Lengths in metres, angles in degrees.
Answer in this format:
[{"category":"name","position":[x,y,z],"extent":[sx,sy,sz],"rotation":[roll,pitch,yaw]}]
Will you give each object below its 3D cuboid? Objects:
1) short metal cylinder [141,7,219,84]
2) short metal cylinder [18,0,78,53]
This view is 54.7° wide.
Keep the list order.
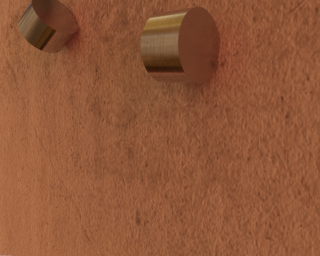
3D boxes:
[{"category":"short metal cylinder","position":[0.024,-0.091,0.348],"extent":[0.050,0.081,0.079],"rotation":[8,95,39]},{"category":"short metal cylinder","position":[-0.186,-0.174,0.520],"extent":[0.050,0.081,0.080],"rotation":[-37,68,34]}]
